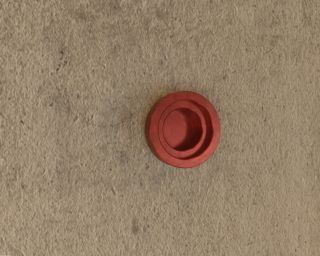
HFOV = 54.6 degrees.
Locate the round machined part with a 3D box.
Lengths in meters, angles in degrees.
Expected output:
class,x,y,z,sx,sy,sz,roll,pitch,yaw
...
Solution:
class,x,y,z,sx,sy,sz,roll,pitch,yaw
round machined part,0.026,0.002,0.409,0.099,0.042,0.097,0,90,-20
